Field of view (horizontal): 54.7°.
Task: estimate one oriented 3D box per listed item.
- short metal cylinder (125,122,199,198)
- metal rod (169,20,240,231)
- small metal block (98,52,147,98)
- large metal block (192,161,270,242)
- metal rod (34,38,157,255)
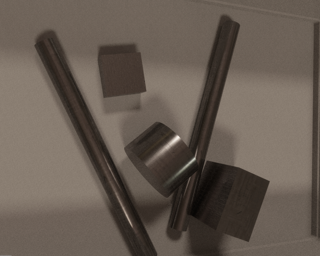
[{"bbox_3d":[0.001,0.039,0.383,0.050,0.080,0.080,-40,103,-16],"label":"short metal cylinder"},{"bbox_3d":[0.064,-0.007,0.435,0.025,0.025,0.299,18,84,-20],"label":"metal rod"},{"bbox_3d":[-0.048,-0.067,0.393,0.050,0.025,0.050,-10,94,-20],"label":"small metal block"},{"bbox_3d":[0.089,0.094,0.416,0.050,0.080,0.080,25,82,-19],"label":"large metal block"},{"bbox_3d":[-0.075,0.035,0.383,0.025,0.025,0.299,-27,99,-18],"label":"metal rod"}]
